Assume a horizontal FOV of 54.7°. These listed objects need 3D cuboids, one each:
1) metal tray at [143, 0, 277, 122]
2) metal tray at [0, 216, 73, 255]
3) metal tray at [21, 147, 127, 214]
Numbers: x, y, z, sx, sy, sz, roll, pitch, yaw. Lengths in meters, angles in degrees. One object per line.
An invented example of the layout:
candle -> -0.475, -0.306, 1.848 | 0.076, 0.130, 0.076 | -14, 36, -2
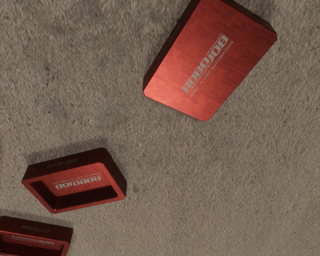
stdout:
metal tray -> 0.049, -0.075, 0.341 | 0.091, 0.030, 0.129 | 23, 126, -19
metal tray -> -0.238, 0.213, 0.581 | 0.131, 0.030, 0.089 | 15, 128, -13
metal tray -> -0.127, 0.083, 0.472 | 0.130, 0.030, 0.090 | -14, 129, 11
